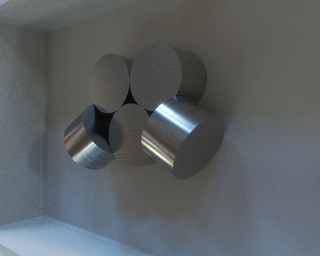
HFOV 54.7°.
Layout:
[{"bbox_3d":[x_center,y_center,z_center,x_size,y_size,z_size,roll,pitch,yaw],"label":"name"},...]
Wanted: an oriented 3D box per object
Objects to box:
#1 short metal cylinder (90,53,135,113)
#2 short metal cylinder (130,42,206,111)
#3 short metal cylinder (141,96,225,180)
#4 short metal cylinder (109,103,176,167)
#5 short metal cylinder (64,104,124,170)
[{"bbox_3d":[-0.053,-0.059,0.432,0.080,0.050,0.080,0,90,40],"label":"short metal cylinder"},{"bbox_3d":[0.009,-0.060,0.381,0.080,0.050,0.080,0,90,40],"label":"short metal cylinder"},{"bbox_3d":[0.026,0.011,0.347,0.050,0.081,0.079,37,113,34],"label":"short metal cylinder"},{"bbox_3d":[-0.021,0.009,0.406,0.080,0.050,0.080,0,90,40],"label":"short metal cylinder"},{"bbox_3d":[-0.088,0.013,0.442,0.050,0.081,0.080,-37,67,34],"label":"short metal cylinder"}]
